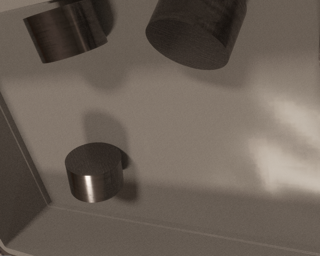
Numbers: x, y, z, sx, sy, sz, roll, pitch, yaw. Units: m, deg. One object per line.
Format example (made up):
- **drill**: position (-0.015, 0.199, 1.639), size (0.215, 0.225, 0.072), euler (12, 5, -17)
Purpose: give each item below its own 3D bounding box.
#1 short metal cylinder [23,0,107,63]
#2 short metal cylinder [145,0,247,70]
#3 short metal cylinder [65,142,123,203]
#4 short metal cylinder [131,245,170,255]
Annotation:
- **short metal cylinder**: position (-0.107, -0.113, 0.358), size (0.080, 0.080, 0.050), euler (-4, 117, 29)
- **short metal cylinder**: position (0.033, -0.096, 0.288), size (0.080, 0.050, 0.080), euler (21, 169, 5)
- **short metal cylinder**: position (-0.096, 0.064, 0.462), size (0.080, 0.080, 0.050), euler (13, 124, 21)
- **short metal cylinder**: position (-0.015, 0.254, 0.539), size (0.080, 0.080, 0.050), euler (0, 119, 28)
